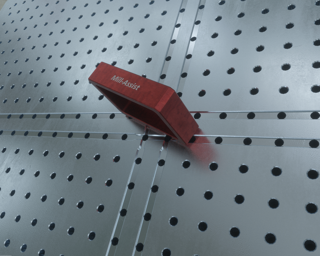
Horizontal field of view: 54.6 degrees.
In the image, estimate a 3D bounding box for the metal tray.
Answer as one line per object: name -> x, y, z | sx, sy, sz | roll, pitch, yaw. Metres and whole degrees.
metal tray -> -0.022, -0.033, 0.398 | 0.130, 0.090, 0.030 | 26, 76, 37
